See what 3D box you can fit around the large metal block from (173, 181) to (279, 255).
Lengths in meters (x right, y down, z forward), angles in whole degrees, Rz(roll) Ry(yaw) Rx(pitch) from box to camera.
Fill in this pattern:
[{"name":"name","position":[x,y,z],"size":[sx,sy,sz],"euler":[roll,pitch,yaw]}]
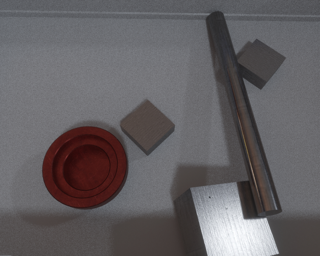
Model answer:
[{"name":"large metal block","position":[0.069,0.108,0.341],"size":[0.081,0.050,0.080],"euler":[-2,62,-22]}]

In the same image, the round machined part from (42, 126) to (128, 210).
[{"name":"round machined part","position":[-0.088,0.050,0.381],"size":[0.099,0.042,0.098],"euler":[0,70,-1]}]

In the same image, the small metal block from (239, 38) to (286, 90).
[{"name":"small metal block","position":[0.142,-0.092,0.445],"size":[0.050,0.025,0.050],"euler":[38,74,12]}]

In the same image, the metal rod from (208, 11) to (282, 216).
[{"name":"metal rod","position":[0.100,-0.040,0.397],"size":[0.025,0.025,0.299],"euler":[-5,60,-2]}]

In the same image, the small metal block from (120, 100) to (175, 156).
[{"name":"small metal block","position":[-0.016,0.000,0.409],"size":[0.050,0.025,0.050],"euler":[-43,76,-14]}]
